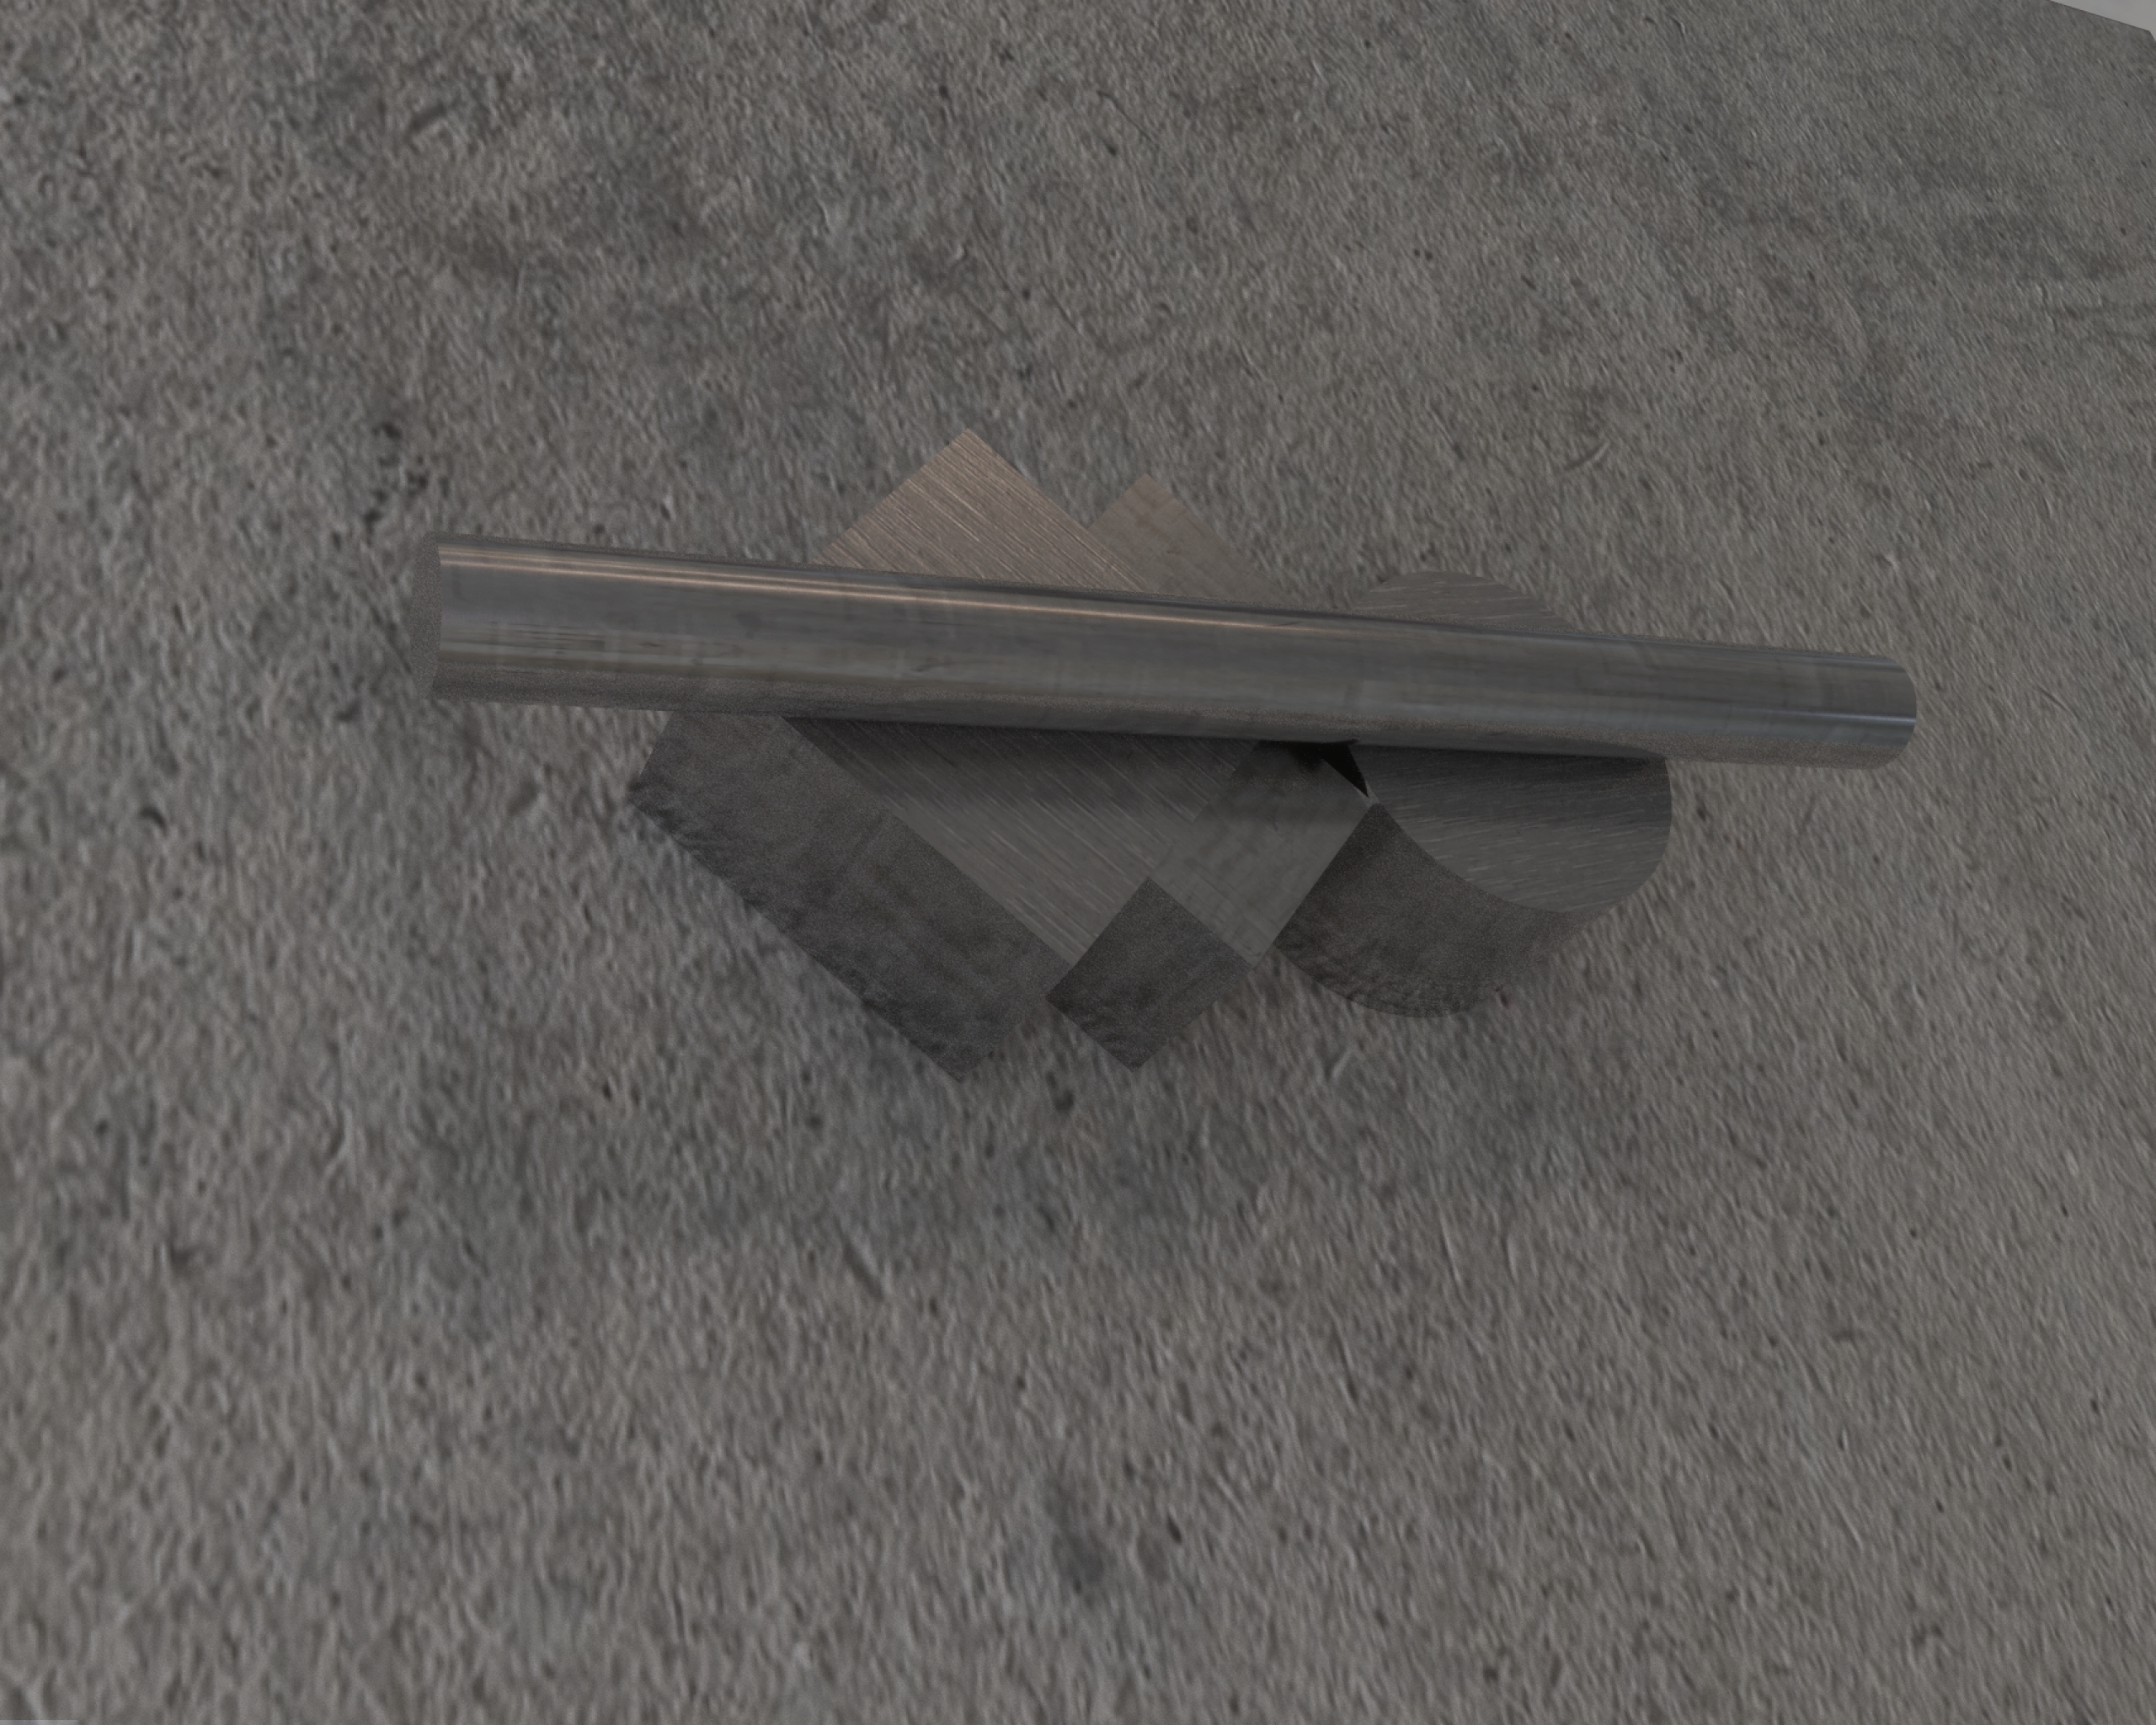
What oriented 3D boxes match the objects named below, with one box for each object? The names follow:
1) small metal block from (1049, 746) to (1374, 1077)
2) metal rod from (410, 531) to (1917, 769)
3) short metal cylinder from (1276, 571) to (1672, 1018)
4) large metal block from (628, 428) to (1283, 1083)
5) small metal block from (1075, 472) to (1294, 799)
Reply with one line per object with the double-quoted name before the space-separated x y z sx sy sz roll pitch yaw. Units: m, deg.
"small metal block" 0.023 0.007 0.399 0.025 0.050 0.050 41 51 -1
"metal rod" 0.037 -0.034 0.379 0.303 0.025 0.025 1 62 -28
"short metal cylinder" 0.076 -0.014 0.437 0.081 0.050 0.080 14 56 -21
"large metal block" -0.021 -0.021 0.388 0.080 0.050 0.080 41 51 -1
"small metal block" 0.015 -0.042 0.424 0.050 0.050 0.025 41 51 -1
